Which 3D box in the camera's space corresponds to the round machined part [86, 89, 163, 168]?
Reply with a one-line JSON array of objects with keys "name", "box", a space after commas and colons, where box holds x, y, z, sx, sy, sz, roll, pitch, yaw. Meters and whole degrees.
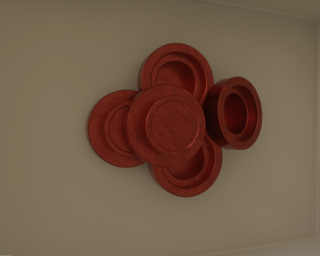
[{"name": "round machined part", "box": [-0.039, 0.001, 0.384, 0.099, 0.042, 0.097, 0, 90, -21]}]

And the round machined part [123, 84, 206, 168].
[{"name": "round machined part", "box": [0.010, -0.003, 0.358, 0.099, 0.042, 0.097, 0, 90, -21]}]

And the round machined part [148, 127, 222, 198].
[{"name": "round machined part", "box": [0.030, 0.039, 0.412, 0.099, 0.042, 0.097, 0, 90, -21]}]

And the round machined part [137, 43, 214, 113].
[{"name": "round machined part", "box": [0.017, -0.058, 0.407, 0.099, 0.042, 0.097, 0, 90, -21]}]

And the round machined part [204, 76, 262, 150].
[{"name": "round machined part", "box": [0.095, -0.019, 0.425, 0.099, 0.042, 0.097, 3, 86, -41]}]
